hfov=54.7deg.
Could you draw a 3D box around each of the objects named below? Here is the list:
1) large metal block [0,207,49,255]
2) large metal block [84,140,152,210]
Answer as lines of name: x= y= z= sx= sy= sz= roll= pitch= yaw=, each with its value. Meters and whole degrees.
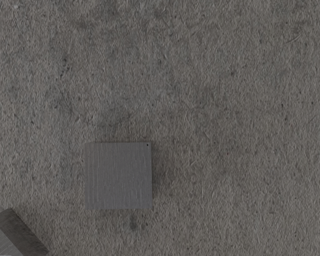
large metal block: x=-0.207 y=0.164 z=0.396 sx=0.080 sy=0.050 sz=0.080 roll=-41 pitch=90 yaw=0
large metal block: x=-0.050 y=0.057 z=0.397 sx=0.081 sy=0.050 sz=0.080 roll=-1 pitch=90 yaw=0
